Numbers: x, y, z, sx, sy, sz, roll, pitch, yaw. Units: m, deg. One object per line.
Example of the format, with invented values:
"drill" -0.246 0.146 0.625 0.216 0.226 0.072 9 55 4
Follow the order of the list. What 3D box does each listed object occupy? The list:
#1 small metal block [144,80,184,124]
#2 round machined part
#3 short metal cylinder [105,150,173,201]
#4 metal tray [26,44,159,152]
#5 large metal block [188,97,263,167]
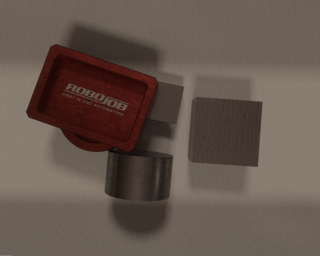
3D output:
"small metal block" 0.002 -0.034 0.411 0.050 0.025 0.050 12 90 -1
"round machined part" -0.077 -0.018 0.400 0.099 0.042 0.097 0 87 1
"short metal cylinder" -0.026 0.056 0.384 0.081 0.080 0.050 5 91 -1
"metal tray" -0.077 -0.034 0.364 0.131 0.030 0.090 19 88 2
"large metal block" 0.081 0.005 0.400 0.081 0.050 0.079 4 90 -1
